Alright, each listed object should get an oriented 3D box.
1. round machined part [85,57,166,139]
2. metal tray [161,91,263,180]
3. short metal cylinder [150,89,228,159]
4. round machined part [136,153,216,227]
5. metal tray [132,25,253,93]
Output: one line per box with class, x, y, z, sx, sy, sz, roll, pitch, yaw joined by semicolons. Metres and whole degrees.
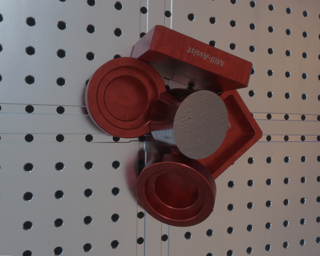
round machined part;-0.044;-0.036;0.388;0.099;0.042;0.097;0;90;-21
metal tray;0.073;0.013;0.438;0.131;0.030;0.090;-38;103;-16
short metal cylinder;0.035;-0.007;0.374;0.081;0.050;0.079;-7;102;-31
round machined part;0.023;0.074;0.395;0.098;0.042;0.097;7;117;14
metal tray;0.037;-0.081;0.392;0.131;0.090;0.030;16;85;-20
